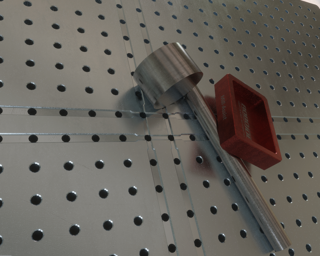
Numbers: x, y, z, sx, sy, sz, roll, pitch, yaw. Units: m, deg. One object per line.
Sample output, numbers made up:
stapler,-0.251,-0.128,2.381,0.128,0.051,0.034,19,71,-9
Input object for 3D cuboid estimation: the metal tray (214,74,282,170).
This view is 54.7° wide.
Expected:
metal tray,0.128,-0.012,0.460,0.090,0.030,0.130,27,44,-24

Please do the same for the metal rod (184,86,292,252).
metal rod,0.090,0.027,0.439,0.025,0.025,0.299,-17,71,-35

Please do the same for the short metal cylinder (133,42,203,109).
short metal cylinder,0.011,-0.069,0.421,0.081,0.080,0.050,-26,76,-37
